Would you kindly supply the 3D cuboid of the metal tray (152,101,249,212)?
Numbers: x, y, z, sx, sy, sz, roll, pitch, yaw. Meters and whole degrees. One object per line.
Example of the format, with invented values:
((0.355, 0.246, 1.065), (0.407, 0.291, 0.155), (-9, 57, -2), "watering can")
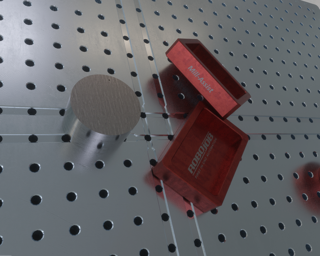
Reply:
((0.059, 0.034, 0.416), (0.090, 0.030, 0.130), (38, 51, -3), "metal tray")

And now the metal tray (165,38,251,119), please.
((0.076, -0.079, 0.472), (0.130, 0.030, 0.090), (49, 29, 7), "metal tray")

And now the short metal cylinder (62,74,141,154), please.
((-0.069, -0.016, 0.364), (0.081, 0.050, 0.080), (14, 56, -21), "short metal cylinder")
